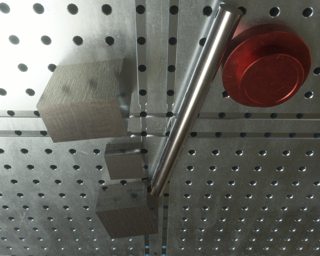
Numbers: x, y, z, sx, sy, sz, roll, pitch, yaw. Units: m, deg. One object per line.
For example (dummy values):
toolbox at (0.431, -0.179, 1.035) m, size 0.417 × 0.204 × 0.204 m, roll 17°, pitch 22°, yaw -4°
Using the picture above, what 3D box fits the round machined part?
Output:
round machined part at (0.120, -0.062, 0.349) m, size 0.099 × 0.042 × 0.097 m, roll 0°, pitch 130°, yaw 0°

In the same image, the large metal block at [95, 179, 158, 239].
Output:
large metal block at (-0.051, 0.135, 0.509) m, size 0.080 × 0.050 × 0.080 m, roll -9°, pitch 130°, yaw 7°

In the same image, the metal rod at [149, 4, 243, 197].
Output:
metal rod at (0.033, -0.009, 0.403) m, size 0.025 × 0.025 × 0.298 m, roll 12°, pitch 129°, yaw -10°

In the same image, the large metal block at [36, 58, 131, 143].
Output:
large metal block at (-0.079, -0.032, 0.347) m, size 0.080 × 0.080 × 0.050 m, roll -6°, pitch 130°, yaw 4°

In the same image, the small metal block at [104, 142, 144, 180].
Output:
small metal block at (-0.050, 0.049, 0.453) m, size 0.050 × 0.025 × 0.050 m, roll -4°, pitch 130°, yaw 3°
